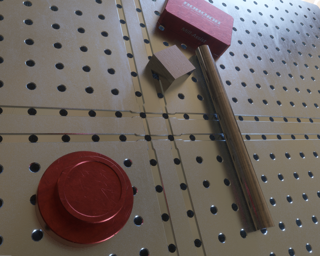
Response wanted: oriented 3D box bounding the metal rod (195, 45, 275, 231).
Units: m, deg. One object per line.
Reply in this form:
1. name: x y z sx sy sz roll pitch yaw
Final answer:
1. metal rod: 0.105 -0.001 0.464 0.025 0.025 0.299 1 61 -28

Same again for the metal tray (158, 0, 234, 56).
1. metal tray: 0.068 -0.195 0.561 0.131 0.030 0.090 25 53 -13

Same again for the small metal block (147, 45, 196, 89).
1. small metal block: 0.018 -0.095 0.475 0.050 0.025 0.050 -33 80 -38

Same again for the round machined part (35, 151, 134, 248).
1. round machined part: -0.073 0.068 0.317 0.099 0.042 0.098 14 56 -21
